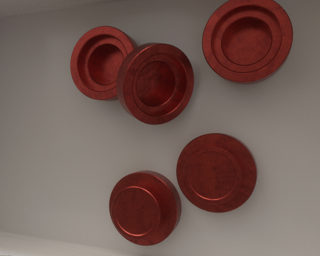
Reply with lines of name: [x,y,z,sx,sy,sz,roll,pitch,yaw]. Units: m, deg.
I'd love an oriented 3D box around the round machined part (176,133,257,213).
round machined part: [0.067,0.055,0.378,0.098,0.042,0.097,0,90,20]

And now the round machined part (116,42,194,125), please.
round machined part: [-0.009,-0.056,0.385,0.042,0.099,0.097,29,102,54]

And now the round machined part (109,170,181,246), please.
round machined part: [-0.025,0.107,0.410,0.098,0.042,0.097,0,90,20]

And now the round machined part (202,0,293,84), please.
round machined part: [0.103,-0.100,0.365,0.098,0.042,0.097,0,90,20]

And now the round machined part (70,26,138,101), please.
round machined part: [-0.069,-0.086,0.426,0.098,0.042,0.097,0,90,20]
